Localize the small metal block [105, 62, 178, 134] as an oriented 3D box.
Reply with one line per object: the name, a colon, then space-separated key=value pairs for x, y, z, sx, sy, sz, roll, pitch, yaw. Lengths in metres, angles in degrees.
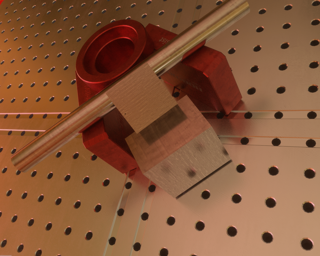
small metal block: x=-0.018 y=-0.030 z=0.314 sx=0.050 sy=0.050 sz=0.025 roll=-37 pitch=7 yaw=3

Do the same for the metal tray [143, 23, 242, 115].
metal tray: x=0.035 y=-0.075 z=0.392 sx=0.130 sy=0.090 sz=0.030 roll=36 pitch=83 yaw=38

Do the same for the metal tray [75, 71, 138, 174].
metal tray: x=-0.068 y=-0.015 z=0.409 sx=0.030 sy=0.090 sz=0.130 roll=-26 pitch=53 yaw=12

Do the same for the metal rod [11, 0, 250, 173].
metal rod: x=-0.035 y=-0.046 z=0.338 sx=0.300 sy=0.025 sz=0.025 roll=-35 pitch=52 yaw=4

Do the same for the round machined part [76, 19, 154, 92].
round machined part: x=-0.051 y=-0.084 z=0.386 sx=0.098 sy=0.042 sz=0.098 roll=-13 pitch=56 yaw=20

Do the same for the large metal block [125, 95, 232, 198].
large metal block: x=0.022 y=0.024 z=0.342 sx=0.080 sy=0.080 sz=0.050 roll=-36 pitch=52 yaw=4
